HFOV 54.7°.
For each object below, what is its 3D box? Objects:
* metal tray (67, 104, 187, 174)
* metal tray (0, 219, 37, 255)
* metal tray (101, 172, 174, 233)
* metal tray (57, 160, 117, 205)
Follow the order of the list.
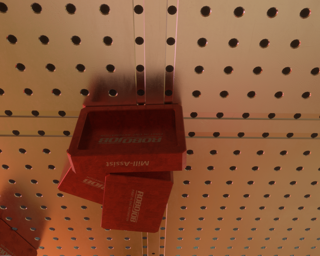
[{"bbox_3d":[-0.036,0.011,0.377,0.131,0.090,0.030,-2,130,1],"label":"metal tray"},{"bbox_3d":[-0.285,0.242,0.570,0.030,0.090,0.129,-14,129,11],"label":"metal tray"},{"bbox_3d":[-0.037,0.104,0.457,0.091,0.030,0.129,7,130,-7],"label":"metal tray"},{"bbox_3d":[-0.077,0.080,0.475,0.131,0.030,0.089,25,126,-20],"label":"metal tray"}]
